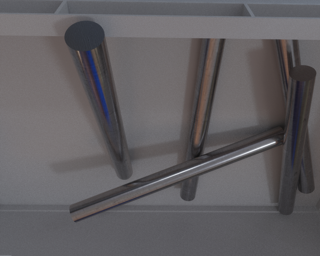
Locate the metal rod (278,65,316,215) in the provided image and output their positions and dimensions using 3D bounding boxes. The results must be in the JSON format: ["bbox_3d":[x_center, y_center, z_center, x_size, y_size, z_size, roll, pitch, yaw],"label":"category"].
[{"bbox_3d":[0.179,0.041,0.419,0.025,0.025,0.299,-11,137,9],"label":"metal rod"}]

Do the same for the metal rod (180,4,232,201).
[{"bbox_3d":[0.052,-0.005,0.404,0.025,0.025,0.298,2,130,-2],"label":"metal rod"}]

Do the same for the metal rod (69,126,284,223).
[{"bbox_3d":[0.025,0.062,0.419,0.301,0.025,0.025,-21,128,0],"label":"metal rod"}]

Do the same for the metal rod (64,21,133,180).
[{"bbox_3d":[-0.051,0.004,0.332,0.025,0.025,0.299,1,155,-1],"label":"metal rod"}]

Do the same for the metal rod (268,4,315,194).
[{"bbox_3d":[0.176,-0.012,0.400,0.025,0.025,0.299,-17,128,14],"label":"metal rod"}]
